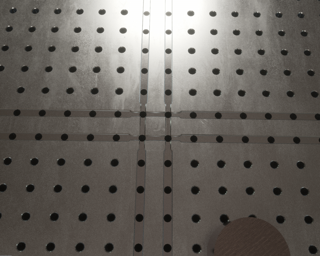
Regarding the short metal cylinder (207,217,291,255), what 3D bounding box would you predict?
[{"bbox_3d":[0.097,0.143,0.347,0.081,0.050,0.080,0,70,0],"label":"short metal cylinder"}]
